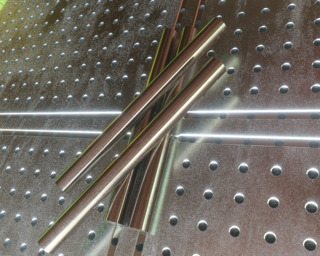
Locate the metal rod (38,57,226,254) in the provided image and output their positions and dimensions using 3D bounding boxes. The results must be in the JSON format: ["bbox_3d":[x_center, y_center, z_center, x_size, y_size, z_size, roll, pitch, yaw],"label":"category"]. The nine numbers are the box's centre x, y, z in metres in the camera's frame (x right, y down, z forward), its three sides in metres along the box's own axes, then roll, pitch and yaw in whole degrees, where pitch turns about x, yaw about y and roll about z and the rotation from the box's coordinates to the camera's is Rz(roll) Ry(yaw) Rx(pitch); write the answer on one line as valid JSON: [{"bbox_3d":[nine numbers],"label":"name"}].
[{"bbox_3d":[-0.030,0.029,0.375,0.300,0.025,0.025,-46,51,-5],"label":"metal rod"}]

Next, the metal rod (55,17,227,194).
[{"bbox_3d":[-0.022,-0.033,0.410,0.300,0.025,0.025,-46,51,-5],"label":"metal rod"}]

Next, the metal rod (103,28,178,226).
[{"bbox_3d":[-0.020,-0.018,0.431,0.025,0.025,0.300,1,62,29],"label":"metal rod"}]

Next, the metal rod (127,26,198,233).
[{"bbox_3d":[0.010,-0.016,0.414,0.025,0.025,0.300,1,62,29],"label":"metal rod"}]
